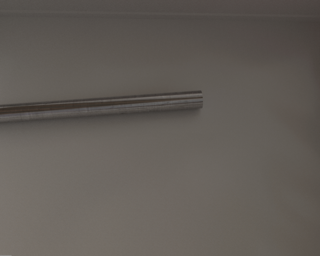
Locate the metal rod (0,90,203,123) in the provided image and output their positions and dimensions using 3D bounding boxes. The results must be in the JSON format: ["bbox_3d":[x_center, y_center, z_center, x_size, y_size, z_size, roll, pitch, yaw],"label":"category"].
[{"bbox_3d":[-0.094,-0.028,0.418,0.302,0.025,0.025,-4,70,-2],"label":"metal rod"}]
